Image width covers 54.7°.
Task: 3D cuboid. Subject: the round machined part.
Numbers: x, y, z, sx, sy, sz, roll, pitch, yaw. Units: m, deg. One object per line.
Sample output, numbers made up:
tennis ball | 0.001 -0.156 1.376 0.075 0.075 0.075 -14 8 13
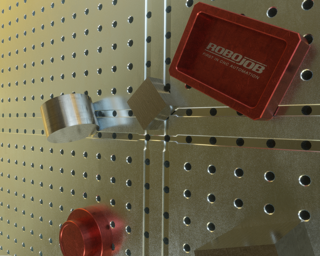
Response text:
round machined part | -0.126 0.179 0.499 0.098 0.042 0.097 0 90 39

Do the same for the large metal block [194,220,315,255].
large metal block | 0.093 0.128 0.296 0.080 0.081 0.050 -23 76 37

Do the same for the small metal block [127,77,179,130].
small metal block | -0.011 -0.032 0.416 0.050 0.025 0.050 -46 63 30

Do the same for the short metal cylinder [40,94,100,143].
short metal cylinder | -0.141 -0.014 0.487 0.080 0.081 0.050 -29 72 36

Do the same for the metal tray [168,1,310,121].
metal tray | 0.078 -0.075 0.340 0.130 0.030 0.089 34 111 34
